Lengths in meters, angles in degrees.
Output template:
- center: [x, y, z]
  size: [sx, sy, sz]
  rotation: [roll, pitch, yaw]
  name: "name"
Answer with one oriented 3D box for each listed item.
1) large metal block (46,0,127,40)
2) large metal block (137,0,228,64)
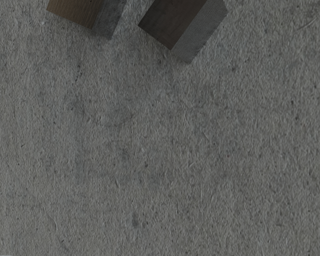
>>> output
- center: [-0.097, -0.180, 0.430]
  size: [0.080, 0.050, 0.080]
  rotation: [27, 99, 18]
  name: "large metal block"
- center: [0.031, -0.130, 0.369]
  size: [0.050, 0.080, 0.080]
  rotation: [41, 103, 15]
  name: "large metal block"
